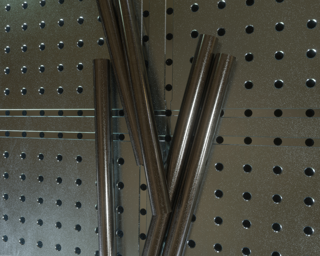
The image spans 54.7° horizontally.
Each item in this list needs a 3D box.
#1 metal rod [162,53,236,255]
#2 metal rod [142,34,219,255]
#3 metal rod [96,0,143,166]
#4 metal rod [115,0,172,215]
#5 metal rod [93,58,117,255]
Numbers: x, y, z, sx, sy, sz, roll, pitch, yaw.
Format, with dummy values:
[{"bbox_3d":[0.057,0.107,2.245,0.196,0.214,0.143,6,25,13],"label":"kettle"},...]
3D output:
[{"bbox_3d":[0.045,0.055,0.396,0.025,0.025,0.298,16,95,19],"label":"metal rod"},{"bbox_3d":[0.025,0.030,0.403,0.025,0.025,0.298,16,95,19],"label":"metal rod"},{"bbox_3d":[-0.056,-0.096,0.431,0.025,0.025,0.298,-16,85,19],"label":"metal rod"},{"bbox_3d":[-0.024,-0.040,0.405,0.025,0.025,0.298,-14,80,19],"label":"metal rod"},{"bbox_3d":[-0.078,0.053,0.438,0.025,0.025,0.298,-2,89,19],"label":"metal rod"}]
